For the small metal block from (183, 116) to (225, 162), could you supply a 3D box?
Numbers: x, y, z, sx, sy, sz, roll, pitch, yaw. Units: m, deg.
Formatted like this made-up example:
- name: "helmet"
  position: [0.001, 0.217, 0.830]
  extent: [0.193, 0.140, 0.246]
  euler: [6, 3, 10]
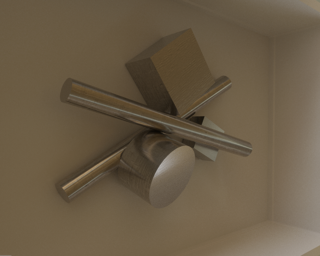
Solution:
- name: "small metal block"
  position: [0.064, 0.016, 0.459]
  extent: [0.050, 0.025, 0.050]
  euler: [33, 69, -35]

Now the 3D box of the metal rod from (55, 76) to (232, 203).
- name: "metal rod"
  position: [0.001, -0.002, 0.407]
  extent: [0.302, 0.025, 0.025]
  euler: [-34, 112, -35]

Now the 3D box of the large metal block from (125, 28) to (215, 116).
- name: "large metal block"
  position: [0.016, -0.071, 0.403]
  extent: [0.080, 0.050, 0.080]
  euler: [-43, 117, -31]

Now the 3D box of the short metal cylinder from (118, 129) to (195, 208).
- name: "short metal cylinder"
  position: [-0.003, 0.048, 0.370]
  extent: [0.081, 0.050, 0.079]
  euler: [-31, 134, -38]

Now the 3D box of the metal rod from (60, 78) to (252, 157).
- name: "metal rod"
  position: [0.022, -0.002, 0.392]
  extent: [0.302, 0.025, 0.025]
  euler: [17, 79, -39]
